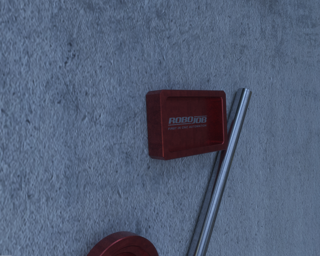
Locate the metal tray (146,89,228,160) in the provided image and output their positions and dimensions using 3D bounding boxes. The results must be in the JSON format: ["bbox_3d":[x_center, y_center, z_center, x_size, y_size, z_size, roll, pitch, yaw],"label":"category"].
[{"bbox_3d":[0.042,-0.008,0.439,0.131,0.030,0.089,-5,93,-40],"label":"metal tray"}]

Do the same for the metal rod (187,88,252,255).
[{"bbox_3d":[0.095,0.073,0.487,0.025,0.025,0.299,32,70,-36],"label":"metal rod"}]

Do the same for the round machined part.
[{"bbox_3d":[-0.050,0.167,0.354,0.099,0.042,0.097,0,90,-40],"label":"round machined part"}]
